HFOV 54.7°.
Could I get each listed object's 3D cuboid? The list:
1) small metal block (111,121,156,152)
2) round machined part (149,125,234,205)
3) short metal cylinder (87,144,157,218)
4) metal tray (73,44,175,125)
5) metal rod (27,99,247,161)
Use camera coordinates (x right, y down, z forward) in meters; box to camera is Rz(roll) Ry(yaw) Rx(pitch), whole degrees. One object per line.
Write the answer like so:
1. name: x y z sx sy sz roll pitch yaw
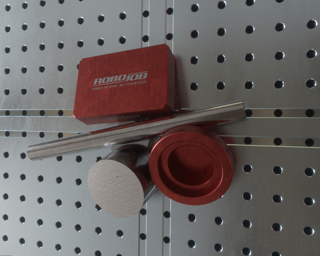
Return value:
1. small metal block: -0.035 0.015 0.433 0.050 0.025 0.050 19 96 18
2. round machined part: 0.039 0.041 0.377 0.098 0.042 0.097 5 113 13
3. short metal cylinder: -0.045 0.068 0.402 0.080 0.050 0.079 9 112 22
4. metal tray: -0.047 -0.056 0.411 0.130 0.030 0.090 -5 70 19
5. metal rod: -0.044 0.007 0.400 0.301 0.025 0.025 -11 86 19
